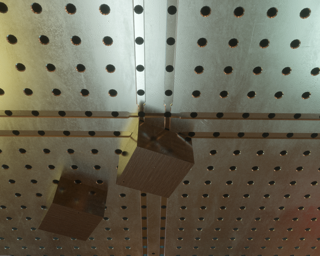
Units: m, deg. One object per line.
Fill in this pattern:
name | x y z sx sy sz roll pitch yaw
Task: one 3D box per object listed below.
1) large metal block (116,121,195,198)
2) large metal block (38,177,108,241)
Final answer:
large metal block | -0.008 0.046 0.435 0.081 0.050 0.079 18 128 -16
large metal block | -0.142 0.134 0.508 0.080 0.050 0.080 23 126 -19
